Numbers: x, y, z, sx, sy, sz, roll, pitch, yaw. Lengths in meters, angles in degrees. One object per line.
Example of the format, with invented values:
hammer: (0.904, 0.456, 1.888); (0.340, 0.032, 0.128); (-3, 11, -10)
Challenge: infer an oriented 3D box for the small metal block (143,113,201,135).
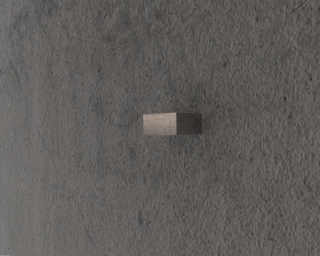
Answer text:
small metal block: (0.015, -0.004, 0.377); (0.050, 0.050, 0.025); (-1, 89, 40)
